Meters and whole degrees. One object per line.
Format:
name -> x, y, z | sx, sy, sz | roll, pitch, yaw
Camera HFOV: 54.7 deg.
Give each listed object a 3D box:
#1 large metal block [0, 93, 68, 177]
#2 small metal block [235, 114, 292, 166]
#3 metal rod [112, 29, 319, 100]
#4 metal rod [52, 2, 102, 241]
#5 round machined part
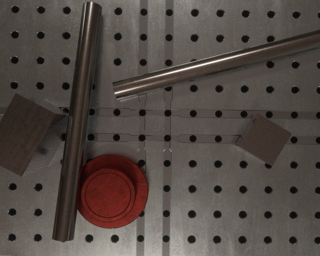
large metal block -> -0.157, 0.007, 0.384 | 0.050, 0.080, 0.080 | 28, 90, 0
small metal block -> 0.138, 0.015, 0.415 | 0.050, 0.025, 0.050 | 31, 90, -1
metal rod -> 0.086, -0.087, 0.414 | 0.302, 0.025, 0.025 | -14, 90, -1
metal rod -> -0.103, -0.014, 0.392 | 0.025, 0.025, 0.298 | 5, 82, -1
round machined part -> -0.065, 0.083, 0.404 | 0.099, 0.042, 0.097 | 0, 90, -1
